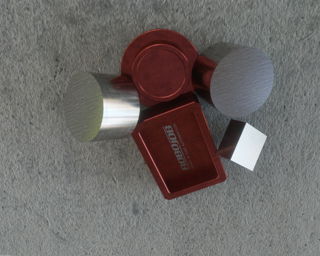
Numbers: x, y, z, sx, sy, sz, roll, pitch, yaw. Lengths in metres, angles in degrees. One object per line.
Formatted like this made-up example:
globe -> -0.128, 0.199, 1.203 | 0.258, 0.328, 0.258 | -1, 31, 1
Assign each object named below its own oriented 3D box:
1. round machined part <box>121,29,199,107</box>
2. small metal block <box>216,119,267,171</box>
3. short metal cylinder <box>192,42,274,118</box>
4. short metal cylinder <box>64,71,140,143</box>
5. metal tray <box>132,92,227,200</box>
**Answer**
round machined part -> 0.001, -0.069, 0.377 | 0.099, 0.042, 0.097 | 0, 110, 0
small metal block -> 0.106, 0.022, 0.401 | 0.050, 0.025, 0.050 | 27, 85, -37
short metal cylinder -> 0.085, -0.058, 0.366 | 0.081, 0.050, 0.079 | -7, 113, -17
short metal cylinder -> -0.070, -0.024, 0.365 | 0.050, 0.080, 0.079 | -4, 118, -46
metal tray -> 0.026, 0.028, 0.407 | 0.090, 0.030, 0.129 | -21, 119, 7
